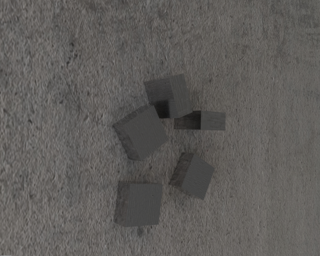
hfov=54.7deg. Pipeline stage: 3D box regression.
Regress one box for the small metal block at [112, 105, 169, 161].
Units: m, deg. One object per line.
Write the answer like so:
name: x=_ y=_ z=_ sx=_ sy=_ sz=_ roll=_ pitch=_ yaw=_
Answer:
small metal block: x=-0.023 y=0.006 z=0.385 sx=0.050 sy=0.025 sz=0.050 roll=-37 pitch=113 yaw=-34

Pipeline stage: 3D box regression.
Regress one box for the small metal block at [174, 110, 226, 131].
small metal block: x=0.056 y=-0.010 z=0.435 sx=0.050 sy=0.050 sz=0.025 roll=2 pitch=89 yaw=-40

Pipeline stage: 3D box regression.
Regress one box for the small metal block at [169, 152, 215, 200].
small metal block: x=0.047 y=0.069 z=0.444 sx=0.050 sy=0.025 sz=0.050 roll=36 pitch=68 yaw=-34

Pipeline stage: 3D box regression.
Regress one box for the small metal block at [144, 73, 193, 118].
small metal block: x=0.010 y=-0.040 z=0.396 sx=0.025 sy=0.050 sz=0.050 roll=-24 pitch=105 yaw=-38

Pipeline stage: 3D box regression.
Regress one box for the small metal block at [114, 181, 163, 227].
small metal block: x=-0.026 y=0.093 z=0.383 sx=0.050 sy=0.025 sz=0.050 roll=10 pitch=83 yaw=-40
